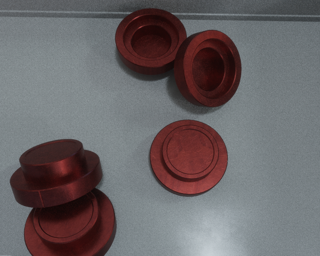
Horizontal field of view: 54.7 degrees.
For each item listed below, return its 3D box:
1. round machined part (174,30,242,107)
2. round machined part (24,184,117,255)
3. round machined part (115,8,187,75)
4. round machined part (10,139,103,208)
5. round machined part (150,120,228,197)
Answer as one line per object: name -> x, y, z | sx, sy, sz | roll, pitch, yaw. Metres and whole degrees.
round machined part -> 0.059, -0.077, 0.412 | 0.099, 0.042, 0.097 | -4, 98, -32
round machined part -> -0.100, 0.103, 0.343 | 0.099, 0.042, 0.098 | 1, 46, 0
round machined part -> -0.012, -0.118, 0.444 | 0.099, 0.042, 0.098 | 0, 70, -1
round machined part -> -0.118, 0.044, 0.352 | 0.099, 0.098, 0.042 | -9, 110, -4
round machined part -> 0.037, 0.034, 0.389 | 0.099, 0.042, 0.098 | 0, 70, -1
